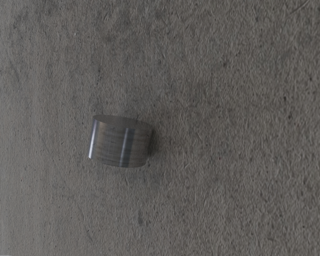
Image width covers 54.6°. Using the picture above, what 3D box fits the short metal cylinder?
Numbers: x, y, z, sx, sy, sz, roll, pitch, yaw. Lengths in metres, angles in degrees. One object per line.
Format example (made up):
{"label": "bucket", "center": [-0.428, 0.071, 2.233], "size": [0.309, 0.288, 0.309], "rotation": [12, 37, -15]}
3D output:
{"label": "short metal cylinder", "center": [-0.053, 0.016, 0.414], "size": [0.080, 0.081, 0.050], "rotation": [19, 102, 38]}
